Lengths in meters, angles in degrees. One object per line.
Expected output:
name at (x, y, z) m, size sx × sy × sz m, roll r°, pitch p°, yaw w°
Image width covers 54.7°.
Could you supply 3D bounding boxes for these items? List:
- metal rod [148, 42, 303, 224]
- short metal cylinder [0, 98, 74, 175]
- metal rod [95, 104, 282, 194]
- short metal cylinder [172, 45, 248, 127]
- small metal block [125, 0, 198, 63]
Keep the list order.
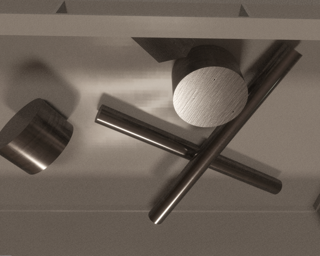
metal rod at (0.069, 0.024, 0.403) m, size 0.025 × 0.025 × 0.298 m, roll 24°, pitch 118°, yaw -20°
short metal cylinder at (-0.154, 0.010, 0.379) m, size 0.080 × 0.080 × 0.050 m, roll -29°, pitch 125°, yaw 22°
metal rod at (0.053, 0.037, 0.441) m, size 0.302 × 0.025 × 0.025 m, roll 23°, pitch 126°, yaw -19°
short metal cylinder at (0.054, -0.047, 0.353) m, size 0.081 × 0.050 × 0.079 m, roll 0°, pitch 130°, yaw 0°
small metal block at (0.001, -0.094, 0.311) m, size 0.050 × 0.025 × 0.050 m, roll 38°, pitch 164°, yaw -28°
